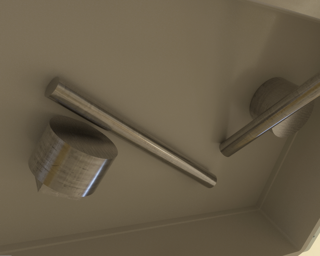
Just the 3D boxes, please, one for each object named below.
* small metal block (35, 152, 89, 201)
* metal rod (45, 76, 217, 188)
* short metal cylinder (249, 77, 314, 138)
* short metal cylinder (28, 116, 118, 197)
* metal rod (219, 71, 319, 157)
[{"bbox_3d":[-0.117,0.055,0.364,0.050,0.050,0.025,24,105,-37],"label":"small metal block"},{"bbox_3d":[-0.015,0.022,0.415,0.301,0.025,0.025,34,99,-39],"label":"metal rod"},{"bbox_3d":[0.187,-0.032,0.478,0.081,0.050,0.079,-14,125,-21],"label":"short metal cylinder"},{"bbox_3d":[-0.094,0.030,0.341,0.080,0.080,0.050,23,106,-37],"label":"short metal cylinder"},{"bbox_3d":[0.184,-0.043,0.394,0.025,0.025,0.298,10,143,-33],"label":"metal rod"}]
